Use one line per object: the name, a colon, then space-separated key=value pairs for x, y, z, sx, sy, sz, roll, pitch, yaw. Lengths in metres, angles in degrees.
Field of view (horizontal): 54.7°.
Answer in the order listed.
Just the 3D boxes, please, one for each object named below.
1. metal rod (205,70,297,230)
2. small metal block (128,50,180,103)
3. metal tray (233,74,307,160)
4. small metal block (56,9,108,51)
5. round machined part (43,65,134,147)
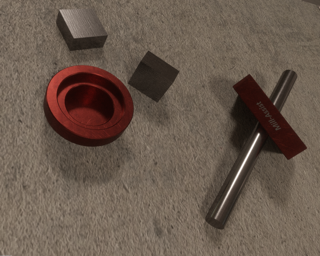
metal rod: x=0.144 y=0.012 z=0.450 sx=0.025 sy=0.025 sz=0.301 roll=39 pitch=58 yaw=-3
small metal block: x=-0.010 y=-0.070 z=0.427 sx=0.050 sy=0.050 sz=0.025 roll=33 pitch=51 yaw=-8
metal tray: x=0.167 y=-0.017 z=0.473 sx=0.130 sy=0.030 sz=0.090 roll=56 pitch=17 yaw=11
small metal block: x=-0.109 y=-0.137 z=0.430 sx=0.050 sy=0.025 sz=0.050 roll=-18 pitch=71 yaw=-35
round machined part: x=-0.084 y=-0.022 z=0.362 sx=0.099 sy=0.042 sz=0.098 roll=14 pitch=56 yaw=-21
